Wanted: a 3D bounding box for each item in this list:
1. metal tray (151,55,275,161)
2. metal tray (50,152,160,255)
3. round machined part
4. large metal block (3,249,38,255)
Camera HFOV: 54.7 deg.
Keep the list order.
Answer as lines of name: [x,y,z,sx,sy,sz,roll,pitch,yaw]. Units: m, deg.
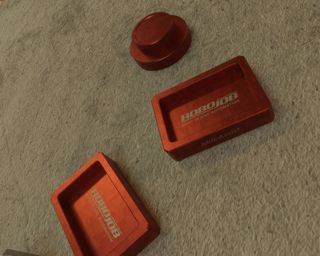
metal tray: [0.060,-0.025,0.384,0.130,0.030,0.090,-24,53,13]
metal tray: [-0.071,0.103,0.374,0.090,0.030,0.130,-42,51,-1]
round machined part: [-0.004,-0.141,0.482,0.098,0.042,0.098,-13,56,21]
large metal block: [-0.164,0.200,0.351,0.080,0.050,0.080,28,77,37]
